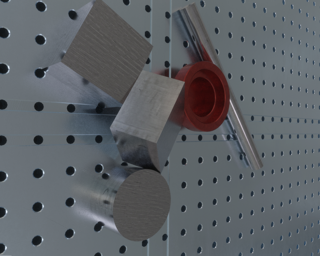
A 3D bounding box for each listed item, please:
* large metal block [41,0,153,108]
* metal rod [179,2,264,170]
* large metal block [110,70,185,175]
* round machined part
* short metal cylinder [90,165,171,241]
[{"bbox_3d":[-0.065,-0.077,0.338,0.080,0.050,0.080,35,68,-35],"label":"large metal block"},{"bbox_3d":[0.106,-0.053,0.498,0.025,0.025,0.299,-44,117,-31],"label":"metal rod"},{"bbox_3d":[-0.009,-0.005,0.355,0.080,0.050,0.080,84,27,-59],"label":"large metal block"},{"bbox_3d":[0.052,-0.044,0.442,0.099,0.042,0.097,0,90,-40],"label":"round machined part"},{"bbox_3d":[-0.034,0.086,0.365,0.081,0.050,0.079,0,91,-40],"label":"short metal cylinder"}]
